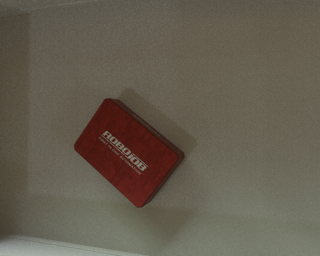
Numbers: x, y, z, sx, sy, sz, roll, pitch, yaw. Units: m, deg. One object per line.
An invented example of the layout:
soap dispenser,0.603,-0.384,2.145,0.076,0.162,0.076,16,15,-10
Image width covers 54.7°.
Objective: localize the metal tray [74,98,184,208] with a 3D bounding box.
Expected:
metal tray,-0.044,0.032,0.422,0.130,0.030,0.090,39,102,15
